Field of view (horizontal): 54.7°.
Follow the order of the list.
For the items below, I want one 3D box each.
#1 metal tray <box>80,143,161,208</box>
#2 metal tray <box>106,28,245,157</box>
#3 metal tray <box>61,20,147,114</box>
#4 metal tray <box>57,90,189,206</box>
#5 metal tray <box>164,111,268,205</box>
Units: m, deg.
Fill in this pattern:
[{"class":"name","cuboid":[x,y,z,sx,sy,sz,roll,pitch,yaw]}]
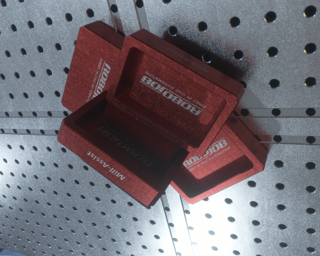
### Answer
[{"class":"metal tray","cuboid":[-0.056,0.058,0.447,0.130,0.030,0.090,36,154,3]},{"class":"metal tray","cuboid":[0.012,-0.037,0.338,0.130,0.030,0.089,31,128,7]},{"class":"metal tray","cuboid":[-0.073,-0.060,0.407,0.090,0.030,0.129,33,129,5]},{"class":"metal tray","cuboid":[-0.038,0.018,0.359,0.130,0.090,0.030,35,129,4]},{"class":"metal tray","cuboid":[0.057,0.038,0.398,0.090,0.030,0.129,47,129,-6]}]
